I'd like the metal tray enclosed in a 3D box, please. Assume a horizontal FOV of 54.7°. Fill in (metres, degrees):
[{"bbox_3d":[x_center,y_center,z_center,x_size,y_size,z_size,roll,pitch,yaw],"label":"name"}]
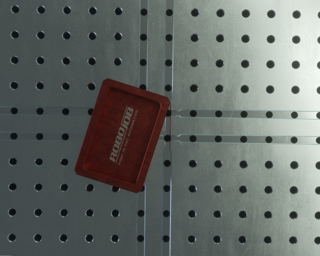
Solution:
[{"bbox_3d":[-0.048,0.010,0.410,0.090,0.030,0.129,18,90,-1],"label":"metal tray"}]
